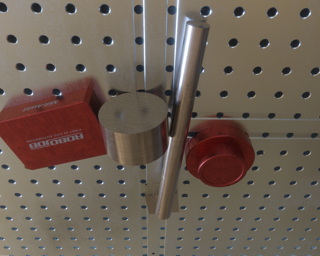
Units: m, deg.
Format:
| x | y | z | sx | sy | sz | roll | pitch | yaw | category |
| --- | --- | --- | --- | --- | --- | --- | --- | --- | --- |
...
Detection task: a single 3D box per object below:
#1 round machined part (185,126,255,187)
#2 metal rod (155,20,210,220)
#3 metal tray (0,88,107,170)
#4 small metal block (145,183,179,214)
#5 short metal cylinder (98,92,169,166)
| x | y | z | sx | sy | sz | roll | pitch | yaw | category |
| --- | --- | --- | --- | --- | --- | --- | --- | --- | --- |
| 0.086 | 0.048 | 0.442 | 0.099 | 0.042 | 0.097 | -1 | 130 | 0 | round machined part |
| 0.022 | 0.014 | 0.405 | 0.025 | 0.025 | 0.298 | 5 | 125 | -5 | metal rod |
| -0.135 | 0.005 | 0.411 | 0.131 | 0.030 | 0.090 | -13 | 129 | 10 | metal tray |
| 0.004 | 0.115 | 0.510 | 0.050 | 0.025 | 0.050 | -5 | 130 | 4 | small metal block |
| -0.030 | -0.001 | 0.375 | 0.081 | 0.080 | 0.050 | -2 | 130 | 1 | short metal cylinder |
